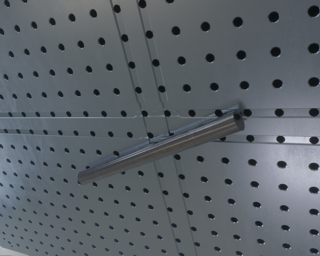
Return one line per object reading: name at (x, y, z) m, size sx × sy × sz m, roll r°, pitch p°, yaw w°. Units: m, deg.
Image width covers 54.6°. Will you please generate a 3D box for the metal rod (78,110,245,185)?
metal rod at (-0.020, 0.039, 0.446) m, size 0.299 × 0.025 × 0.025 m, roll -23°, pitch 106°, yaw 36°
